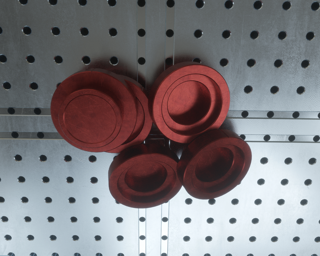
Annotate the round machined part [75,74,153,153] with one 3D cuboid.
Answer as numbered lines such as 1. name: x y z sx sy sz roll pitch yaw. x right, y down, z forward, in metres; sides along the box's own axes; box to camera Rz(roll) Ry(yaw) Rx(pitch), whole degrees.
1. round machined part: -0.057 -0.021 0.395 0.099 0.042 0.097 0 110 -1

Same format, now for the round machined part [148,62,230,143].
1. round machined part: 0.033 -0.034 0.383 0.099 0.042 0.097 -6 112 -16

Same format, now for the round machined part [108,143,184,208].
1. round machined part: -0.020 0.059 0.416 0.099 0.042 0.097 -6 125 -8

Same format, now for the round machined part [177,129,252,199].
1. round machined part: 0.067 0.043 0.409 0.099 0.042 0.097 -11 123 -18

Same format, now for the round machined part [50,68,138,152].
1. round machined part: -0.075 -0.016 0.352 0.099 0.042 0.097 0 110 -1
